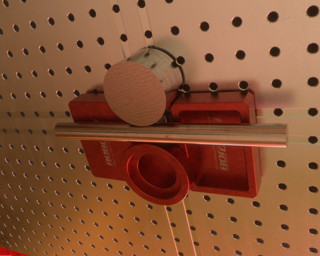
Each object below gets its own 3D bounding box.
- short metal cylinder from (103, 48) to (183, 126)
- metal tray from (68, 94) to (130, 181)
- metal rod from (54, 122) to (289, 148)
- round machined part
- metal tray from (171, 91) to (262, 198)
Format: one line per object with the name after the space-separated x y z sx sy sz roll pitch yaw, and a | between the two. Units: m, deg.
-0.019 -0.049 0.370 0.080 0.050 0.079 13 124 21 | short metal cylinder
-0.071 0.015 0.448 0.090 0.030 0.129 3 120 27 | metal tray
-0.008 0.006 0.374 0.300 0.025 0.025 1 119 27 | metal rod
0.000 0.053 0.416 0.098 0.042 0.097 13 124 21 | round machined part
0.071 0.022 0.379 0.090 0.030 0.129 1 119 27 | metal tray
